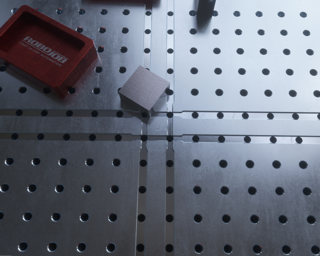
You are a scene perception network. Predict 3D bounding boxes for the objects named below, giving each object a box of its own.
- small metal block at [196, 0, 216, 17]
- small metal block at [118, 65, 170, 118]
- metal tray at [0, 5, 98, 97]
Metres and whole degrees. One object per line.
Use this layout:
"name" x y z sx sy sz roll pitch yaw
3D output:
"small metal block" 0.070 -0.208 0.475 0.025 0.050 0.050 -1 70 0
"small metal block" -0.021 -0.051 0.430 0.050 0.025 0.050 32 73 11
"metal tray" -0.170 -0.113 0.448 0.130 0.030 0.090 30 73 10
